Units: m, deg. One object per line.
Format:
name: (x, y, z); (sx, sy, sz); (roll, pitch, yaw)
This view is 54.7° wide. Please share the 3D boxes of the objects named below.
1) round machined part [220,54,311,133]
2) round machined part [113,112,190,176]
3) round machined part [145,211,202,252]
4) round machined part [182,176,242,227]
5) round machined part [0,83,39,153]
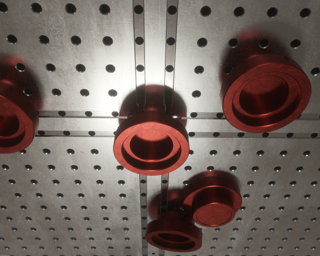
round machined part: (0.120, -0.044, 0.365); (0.099, 0.042, 0.097); (-1, 130, 0)
round machined part: (-0.011, 0.016, 0.414); (0.099, 0.042, 0.097); (-1, 130, 0)
round machined part: (0.026, 0.181, 0.546); (0.099, 0.042, 0.097); (6, 140, 5)
round machined part: (0.086, 0.127, 0.511); (0.099, 0.042, 0.097); (-1, 130, 0)
round machined part: (-0.200, -0.017, 0.383); (0.099, 0.042, 0.097); (-1, 130, 0)
